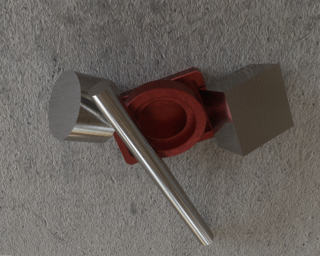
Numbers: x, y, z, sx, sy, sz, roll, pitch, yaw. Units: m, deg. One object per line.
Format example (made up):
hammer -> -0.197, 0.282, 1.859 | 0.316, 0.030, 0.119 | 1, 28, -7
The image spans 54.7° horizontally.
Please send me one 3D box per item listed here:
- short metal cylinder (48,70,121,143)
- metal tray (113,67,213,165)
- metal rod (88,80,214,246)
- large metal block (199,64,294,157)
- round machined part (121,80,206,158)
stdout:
short metal cylinder -> -0.090, -0.023, 0.365 | 0.050, 0.080, 0.079 | 8, 115, -42
metal tray -> 0.002, -0.015, 0.403 | 0.131, 0.030, 0.090 | -19, 109, 6
metal rod -> 0.005, 0.065, 0.388 | 0.025, 0.025, 0.299 | -26, 126, 9
large metal block -> 0.104, -0.024, 0.372 | 0.081, 0.050, 0.080 | -28, 110, -18
round machined part -> 0.003, -0.014, 0.371 | 0.099, 0.042, 0.097 | -3, 126, -4
